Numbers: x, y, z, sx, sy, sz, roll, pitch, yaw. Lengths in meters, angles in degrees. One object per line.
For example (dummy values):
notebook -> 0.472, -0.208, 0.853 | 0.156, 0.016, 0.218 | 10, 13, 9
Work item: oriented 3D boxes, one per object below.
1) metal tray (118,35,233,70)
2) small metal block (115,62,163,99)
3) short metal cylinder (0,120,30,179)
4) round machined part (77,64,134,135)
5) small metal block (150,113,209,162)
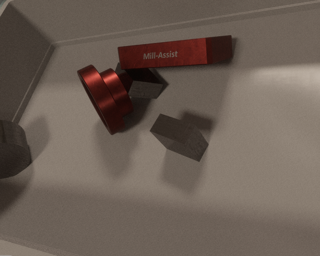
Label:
metal tray -> 0.021, -0.102, 0.417 | 0.130, 0.091, 0.030 | 3, 108, 29
small metal block -> -0.032, -0.067, 0.443 | 0.050, 0.050, 0.025 | 52, 128, 39
short metal cylinder -> -0.247, 0.034, 0.476 | 0.080, 0.080, 0.050 | -35, 52, 5
round machined part -> -0.070, -0.043, 0.423 | 0.042, 0.098, 0.098 | -29, 50, -12
small metal block -> 0.024, 0.012, 0.369 | 0.050, 0.050, 0.025 | 20, 73, 35
